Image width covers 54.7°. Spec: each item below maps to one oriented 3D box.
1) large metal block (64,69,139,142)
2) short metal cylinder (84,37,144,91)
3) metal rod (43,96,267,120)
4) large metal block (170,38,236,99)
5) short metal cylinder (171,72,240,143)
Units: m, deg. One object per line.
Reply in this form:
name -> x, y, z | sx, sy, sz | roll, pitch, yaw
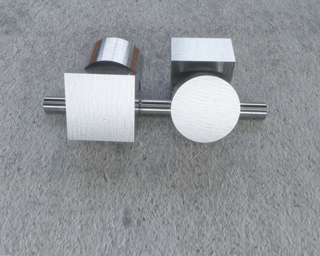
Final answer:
large metal block -> -0.069, -0.030, 0.385 | 0.080, 0.079, 0.050 | 2, 16, 1
short metal cylinder -> -0.065, -0.078, 0.434 | 0.080, 0.080, 0.050 | 3, 50, 2
metal rod -> -0.007, -0.028, 0.430 | 0.302, 0.025, 0.025 | 2, 50, 1
large metal block -> 0.055, -0.077, 0.434 | 0.080, 0.080, 0.050 | 1, 50, 1
short metal cylinder -> 0.054, -0.027, 0.385 | 0.080, 0.079, 0.050 | 1, 15, 1
